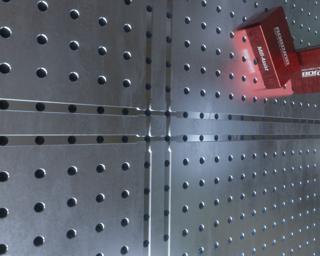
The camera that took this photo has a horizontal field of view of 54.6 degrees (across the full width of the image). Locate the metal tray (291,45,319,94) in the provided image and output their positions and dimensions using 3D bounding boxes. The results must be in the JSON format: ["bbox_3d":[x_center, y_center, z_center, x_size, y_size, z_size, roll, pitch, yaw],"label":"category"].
[{"bbox_3d":[0.324,-0.118,0.610,0.030,0.130,0.090,-33,111,-35],"label":"metal tray"}]

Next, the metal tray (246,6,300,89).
[{"bbox_3d":[0.216,-0.150,0.584,0.090,0.030,0.130,-41,115,-32],"label":"metal tray"}]
